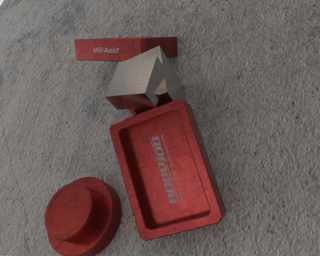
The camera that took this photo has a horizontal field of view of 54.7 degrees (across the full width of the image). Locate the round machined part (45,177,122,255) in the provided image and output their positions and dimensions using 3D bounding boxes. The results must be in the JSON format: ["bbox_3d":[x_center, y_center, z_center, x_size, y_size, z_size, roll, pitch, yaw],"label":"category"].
[{"bbox_3d":[-0.100,0.106,0.381,0.098,0.042,0.098,-13,56,21],"label":"round machined part"}]

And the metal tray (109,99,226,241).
[{"bbox_3d":[0.007,0.044,0.334,0.090,0.030,0.129,-20,81,16],"label":"metal tray"}]

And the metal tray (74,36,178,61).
[{"bbox_3d":[-0.050,-0.120,0.464,0.130,0.091,0.030,9,110,32],"label":"metal tray"}]

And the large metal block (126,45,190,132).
[{"bbox_3d":[-0.002,-0.041,0.392,0.050,0.080,0.080,-20,51,16],"label":"large metal block"}]

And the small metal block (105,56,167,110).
[{"bbox_3d":[-0.026,-0.049,0.340,0.050,0.025,0.050,-2,58,29],"label":"small metal block"}]
